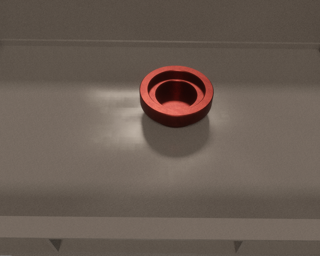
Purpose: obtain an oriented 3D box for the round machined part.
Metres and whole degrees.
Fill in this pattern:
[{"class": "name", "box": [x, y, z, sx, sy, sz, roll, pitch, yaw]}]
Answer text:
[{"class": "round machined part", "box": [0.022, -0.039, 0.427, 0.099, 0.042, 0.098, 0, 50, 0]}]
